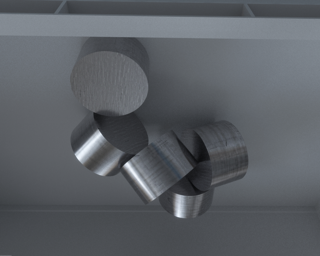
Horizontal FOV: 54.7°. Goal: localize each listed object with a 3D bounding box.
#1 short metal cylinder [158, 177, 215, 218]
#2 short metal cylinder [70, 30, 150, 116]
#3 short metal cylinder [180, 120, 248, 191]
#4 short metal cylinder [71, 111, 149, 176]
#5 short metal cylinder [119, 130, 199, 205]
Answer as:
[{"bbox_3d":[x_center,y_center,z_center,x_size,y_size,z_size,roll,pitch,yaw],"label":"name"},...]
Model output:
[{"bbox_3d":[0.038,0.080,0.441,0.081,0.080,0.050,0,130,-1],"label":"short metal cylinder"},{"bbox_3d":[-0.052,-0.059,0.341,0.081,0.050,0.079,0,130,0],"label":"short metal cylinder"},{"bbox_3d":[0.066,0.034,0.394,0.050,0.080,0.079,-13,134,-21],"label":"short metal cylinder"},{"bbox_3d":[-0.061,0.012,0.383,0.080,0.080,0.050,33,123,-25],"label":"short metal cylinder"},{"bbox_3d":[-0.001,0.046,0.371,0.080,0.080,0.050,-42,83,29],"label":"short metal cylinder"}]
